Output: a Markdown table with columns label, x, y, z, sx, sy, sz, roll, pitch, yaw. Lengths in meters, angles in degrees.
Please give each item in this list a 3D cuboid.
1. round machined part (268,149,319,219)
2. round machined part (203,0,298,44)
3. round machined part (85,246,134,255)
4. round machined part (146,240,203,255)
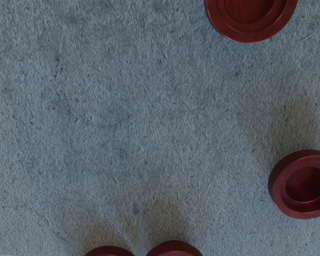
| label | x | y | z | sx | sy | sz | roll | pitch | yaw |
| --- | --- | --- | --- | --- | --- | --- | --- | --- | --- |
| round machined part | 0.199 | 0.074 | 0.429 | 0.099 | 0.042 | 0.097 | 0 | 110 | 0 |
| round machined part | 0.098 | -0.147 | 0.347 | 0.099 | 0.042 | 0.097 | 0 | 110 | 0 |
| round machined part | -0.081 | 0.239 | 0.488 | 0.099 | 0.042 | 0.097 | 0 | 110 | 0 |
| round machined part | 0.022 | 0.215 | 0.480 | 0.099 | 0.042 | 0.097 | 0 | 110 | 0 |
